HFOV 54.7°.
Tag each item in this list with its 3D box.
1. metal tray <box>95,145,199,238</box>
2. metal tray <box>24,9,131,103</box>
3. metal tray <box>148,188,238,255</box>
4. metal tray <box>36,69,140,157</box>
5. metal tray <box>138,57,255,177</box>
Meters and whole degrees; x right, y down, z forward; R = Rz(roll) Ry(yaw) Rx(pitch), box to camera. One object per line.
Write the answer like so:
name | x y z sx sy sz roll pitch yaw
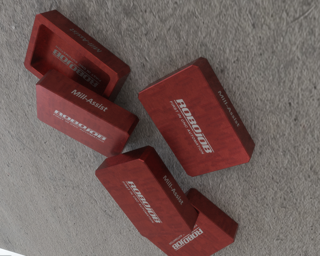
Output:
metal tray | -0.017 0.092 0.425 0.090 0.030 0.130 -19 112 35
metal tray | -0.113 -0.081 0.413 0.130 0.030 0.089 38 129 2
metal tray | 0.045 0.159 0.478 0.090 0.030 0.129 40 129 1
metal tray | -0.101 -0.013 0.420 0.130 0.030 0.090 29 146 -3
metal tray | 0.044 -0.008 0.375 0.090 0.030 0.130 -23 107 36
